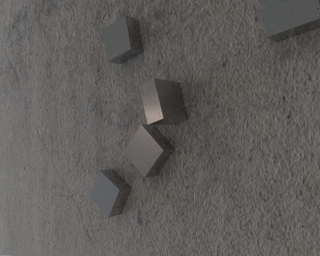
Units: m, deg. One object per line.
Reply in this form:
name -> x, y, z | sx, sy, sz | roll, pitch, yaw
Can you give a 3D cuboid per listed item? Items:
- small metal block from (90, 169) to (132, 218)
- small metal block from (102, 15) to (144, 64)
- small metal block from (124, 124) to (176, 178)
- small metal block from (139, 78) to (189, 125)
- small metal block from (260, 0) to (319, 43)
small metal block -> -0.075, 0.097, 0.467 | 0.050, 0.025, 0.050 | 35, 112, 34
small metal block -> -0.054, -0.126, 0.450 | 0.050, 0.025, 0.050 | -16, 80, 39
small metal block -> -0.015, 0.030, 0.417 | 0.050, 0.025, 0.050 | 48, 118, 29
small metal block -> 0.005, -0.031, 0.384 | 0.025, 0.050, 0.050 | -22, 77, 38
small metal block -> 0.128, -0.117, 0.299 | 0.050, 0.025, 0.050 | -12, 82, 39
